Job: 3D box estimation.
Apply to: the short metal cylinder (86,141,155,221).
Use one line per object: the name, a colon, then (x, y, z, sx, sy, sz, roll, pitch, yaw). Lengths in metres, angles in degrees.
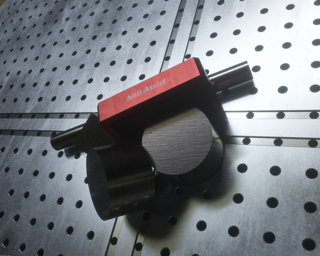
short metal cylinder: (-0.047, 0.058, 0.348, 0.050, 0.079, 0.080, -9, 45, -28)

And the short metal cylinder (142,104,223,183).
short metal cylinder: (0.027, 0.019, 0.355, 0.080, 0.050, 0.080, -8, 67, 21)

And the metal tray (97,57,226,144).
metal tray: (0.004, -0.021, 0.373, 0.130, 0.090, 0.030, -24, 53, 13)

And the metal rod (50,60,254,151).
metal rod: (-0.023, -0.025, 0.431, 0.301, 0.025, 0.025, -19, 54, 16)

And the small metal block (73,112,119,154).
small metal block: (-0.081, 0.014, 0.421, 0.050, 0.025, 0.050, 33, 96, 19)
